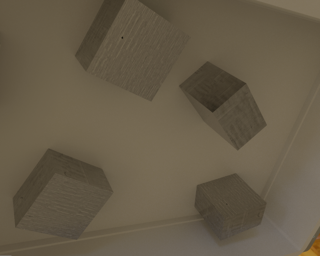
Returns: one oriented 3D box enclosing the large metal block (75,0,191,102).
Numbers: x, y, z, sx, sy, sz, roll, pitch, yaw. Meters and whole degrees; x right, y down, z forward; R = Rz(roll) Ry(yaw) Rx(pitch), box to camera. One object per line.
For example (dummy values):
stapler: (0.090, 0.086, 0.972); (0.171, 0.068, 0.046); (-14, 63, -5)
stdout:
large metal block: (-0.029, -0.085, 0.325); (0.080, 0.050, 0.080); (22, 106, -37)

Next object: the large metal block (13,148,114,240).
large metal block: (-0.119, 0.083, 0.380); (0.080, 0.050, 0.080); (30, 101, -38)

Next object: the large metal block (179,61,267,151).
large metal block: (0.081, -0.029, 0.401); (0.050, 0.080, 0.080); (-41, 130, 0)

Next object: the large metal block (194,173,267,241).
large metal block: (0.115, 0.129, 0.518); (0.081, 0.080, 0.050); (-12, 124, -22)
